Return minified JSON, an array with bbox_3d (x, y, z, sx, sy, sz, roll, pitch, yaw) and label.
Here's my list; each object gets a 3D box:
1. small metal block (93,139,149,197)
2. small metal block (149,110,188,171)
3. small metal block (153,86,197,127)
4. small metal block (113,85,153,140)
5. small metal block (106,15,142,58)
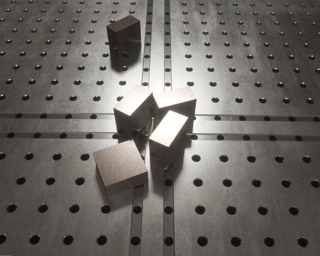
[{"bbox_3d":[-0.047,0.047,0.368,0.050,0.025,0.050,-18,53,-15],"label":"small metal block"},{"bbox_3d":[0.011,0.015,0.379,0.025,0.050,0.050,23,54,18],"label":"small metal block"},{"bbox_3d":[0.019,-0.024,0.412,0.050,0.050,0.025,-15,52,-13],"label":"small metal block"},{"bbox_3d":[-0.033,-0.020,0.408,0.025,0.050,0.050,26,55,20],"label":"small metal block"},{"bbox_3d":[-0.059,-0.154,0.520,0.050,0.050,0.025,-36,59,-26],"label":"small metal block"}]
